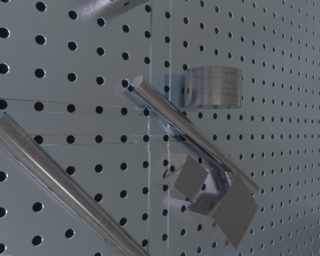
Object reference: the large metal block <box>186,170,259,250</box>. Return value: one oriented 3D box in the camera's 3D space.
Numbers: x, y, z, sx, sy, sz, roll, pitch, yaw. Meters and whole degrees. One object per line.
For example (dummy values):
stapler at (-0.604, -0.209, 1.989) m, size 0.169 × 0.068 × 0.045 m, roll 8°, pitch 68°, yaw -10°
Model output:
large metal block at (0.098, 0.123, 0.476) m, size 0.080 × 0.050 × 0.080 m, roll -50°, pitch 120°, yaw -28°

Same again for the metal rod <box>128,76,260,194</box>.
metal rod at (0.067, 0.025, 0.466) m, size 0.301 × 0.025 × 0.025 m, roll 39°, pitch 66°, yaw -33°

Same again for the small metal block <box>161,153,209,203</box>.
small metal block at (0.037, 0.071, 0.441) m, size 0.050 × 0.025 × 0.050 m, roll 43°, pitch 64°, yaw -32°

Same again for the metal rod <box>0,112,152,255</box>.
metal rod at (-0.071, 0.101, 0.349) m, size 0.025 × 0.025 × 0.300 m, roll -51°, pitch 120°, yaw -28°

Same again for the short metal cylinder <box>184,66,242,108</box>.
short metal cylinder at (0.074, -0.054, 0.436) m, size 0.081 × 0.080 × 0.050 m, roll 2°, pitch 89°, yaw -40°

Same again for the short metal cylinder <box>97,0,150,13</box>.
short metal cylinder at (-0.040, -0.182, 0.359) m, size 0.081 × 0.050 × 0.079 m, roll 0°, pitch 90°, yaw -40°
